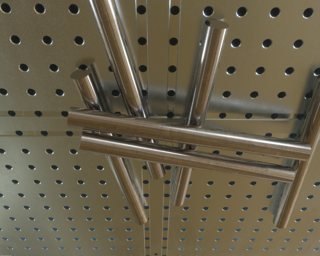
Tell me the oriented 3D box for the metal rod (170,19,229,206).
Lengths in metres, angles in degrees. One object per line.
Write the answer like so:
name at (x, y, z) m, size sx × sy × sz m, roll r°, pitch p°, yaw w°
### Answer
metal rod at (0.044, 0.006, 0.416) m, size 0.025 × 0.025 × 0.298 m, roll 4°, pitch 130°, yaw -4°

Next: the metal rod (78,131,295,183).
metal rod at (0.047, 0.042, 0.413) m, size 0.302 × 0.025 × 0.025 m, roll 11°, pitch 130°, yaw -16°

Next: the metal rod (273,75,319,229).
metal rod at (0.207, 0.056, 0.460) m, size 0.025 × 0.025 × 0.298 m, roll -3°, pitch 130°, yaw 2°

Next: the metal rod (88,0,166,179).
metal rod at (-0.035, -0.043, 0.374) m, size 0.025 × 0.025 × 0.299 m, roll -9°, pitch 130°, yaw 8°

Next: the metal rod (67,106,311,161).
metal rod at (0.042, 0.009, 0.384) m, size 0.302 × 0.025 × 0.025 m, roll 8°, pitch 130°, yaw -8°

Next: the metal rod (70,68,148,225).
metal rod at (-0.062, 0.049, 0.452) m, size 0.025 × 0.025 × 0.299 m, roll -9°, pitch 130°, yaw 7°
